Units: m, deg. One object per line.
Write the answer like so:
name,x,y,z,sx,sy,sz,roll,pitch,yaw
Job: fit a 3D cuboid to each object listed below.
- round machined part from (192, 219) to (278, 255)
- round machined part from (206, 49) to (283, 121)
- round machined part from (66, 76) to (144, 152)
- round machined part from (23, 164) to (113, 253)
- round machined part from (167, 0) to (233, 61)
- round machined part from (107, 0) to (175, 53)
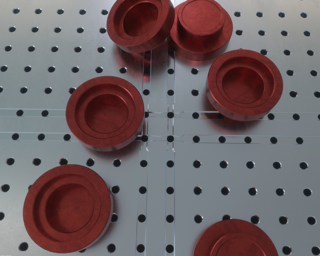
round machined part,0.086,0.153,0.347,0.099,0.042,0.098,0,70,0
round machined part,0.111,-0.054,0.423,0.099,0.042,0.098,0,70,0
round machined part,-0.069,-0.016,0.408,0.099,0.042,0.098,0,70,0
round machined part,-0.104,0.095,0.368,0.099,0.042,0.098,0,70,0
round machined part,0.059,-0.153,0.459,0.099,0.042,0.098,0,70,0
round machined part,-0.024,-0.151,0.446,0.098,0.042,0.098,-7,71,22
